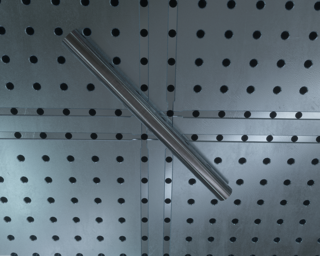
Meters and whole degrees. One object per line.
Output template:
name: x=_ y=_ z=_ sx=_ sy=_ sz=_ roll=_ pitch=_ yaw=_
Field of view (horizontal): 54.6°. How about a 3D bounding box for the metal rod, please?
metal rod: x=-0.007 y=-0.008 z=0.411 sx=0.025 sy=0.025 sz=0.300 roll=-41 pitch=105 yaw=13
